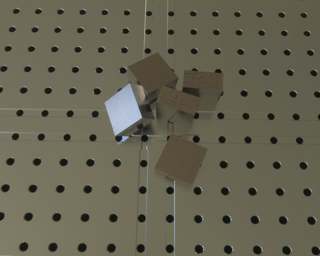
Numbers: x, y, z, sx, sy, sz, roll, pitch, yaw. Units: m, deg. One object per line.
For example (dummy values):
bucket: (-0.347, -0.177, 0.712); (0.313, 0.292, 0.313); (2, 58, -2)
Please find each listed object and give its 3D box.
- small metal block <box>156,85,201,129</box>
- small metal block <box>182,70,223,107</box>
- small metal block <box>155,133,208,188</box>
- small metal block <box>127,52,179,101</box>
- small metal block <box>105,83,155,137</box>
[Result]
small metal block: (0.023, -0.026, 0.408); (0.050, 0.050, 0.025); (19, 71, 7)
small metal block: (0.055, -0.053, 0.418); (0.050, 0.050, 0.025); (5, 70, 2)
small metal block: (0.027, 0.042, 0.397); (0.050, 0.025, 0.050); (24, 72, 8)
small metal block: (-0.011, -0.071, 0.434); (0.050, 0.025, 0.050); (-30, 73, -20)
small metal block: (-0.040, -0.023, 0.406); (0.050, 0.025, 0.050); (-32, 68, 31)
